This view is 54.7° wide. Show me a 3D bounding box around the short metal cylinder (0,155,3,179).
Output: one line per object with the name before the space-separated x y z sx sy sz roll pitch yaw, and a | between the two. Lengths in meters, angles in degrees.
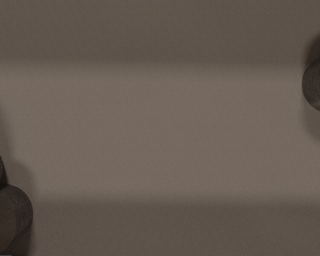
short metal cylinder | -0.243 0.042 0.381 0.050 0.080 0.080 -26 90 0

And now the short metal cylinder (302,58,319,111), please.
short metal cylinder | 0.236 -0.060 0.402 0.081 0.050 0.079 0 90 -1

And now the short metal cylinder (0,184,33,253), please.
short metal cylinder | -0.213 0.116 0.396 0.081 0.050 0.079 0 90 -1
